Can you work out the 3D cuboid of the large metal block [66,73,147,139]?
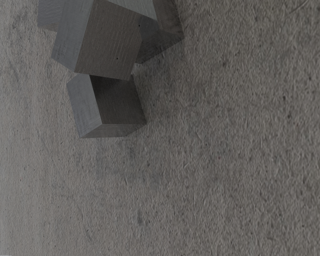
[{"bbox_3d":[-0.073,-0.033,0.430,0.050,0.081,0.080,-28,73,37],"label":"large metal block"}]

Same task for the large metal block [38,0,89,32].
[{"bbox_3d":[-0.160,-0.209,0.521,0.080,0.050,0.079,6,94,40],"label":"large metal block"}]

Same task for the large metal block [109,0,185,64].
[{"bbox_3d":[-0.023,-0.141,0.408,0.080,0.050,0.080,-22,76,38],"label":"large metal block"}]

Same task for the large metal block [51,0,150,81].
[{"bbox_3d":[-0.069,-0.106,0.361,0.050,0.081,0.079,33,111,35],"label":"large metal block"}]
